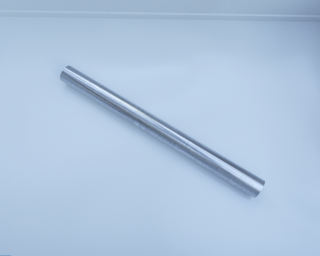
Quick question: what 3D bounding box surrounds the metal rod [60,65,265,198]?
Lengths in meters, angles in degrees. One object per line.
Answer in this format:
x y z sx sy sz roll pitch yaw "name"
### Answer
-0.004 0.000 0.407 0.301 0.025 0.025 31 73 10 "metal rod"
